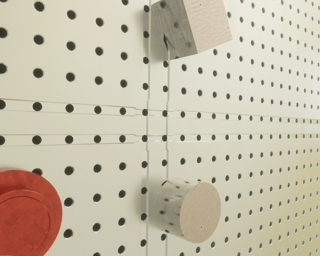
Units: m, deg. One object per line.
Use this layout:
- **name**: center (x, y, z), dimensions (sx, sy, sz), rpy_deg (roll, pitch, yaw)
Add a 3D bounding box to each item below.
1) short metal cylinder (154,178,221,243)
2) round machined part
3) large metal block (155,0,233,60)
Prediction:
- **short metal cylinder**: center (0.039, 0.112, 0.428), dimensions (0.081, 0.050, 0.079), rpy_deg (0, 90, -40)
- **round machined part**: center (-0.137, 0.087, 0.285), dimensions (0.099, 0.042, 0.097), rpy_deg (0, 90, -40)
- **large metal block**: center (0.050, -0.149, 0.436), dimensions (0.081, 0.050, 0.080), rpy_deg (-30, 109, -36)
